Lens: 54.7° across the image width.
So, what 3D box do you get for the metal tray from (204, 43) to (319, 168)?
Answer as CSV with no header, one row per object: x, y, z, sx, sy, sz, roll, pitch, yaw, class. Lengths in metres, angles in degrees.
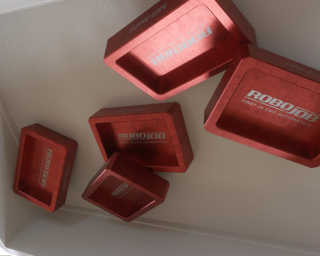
0.120,-0.018,0.305,0.131,0.030,0.089,19,128,-6,metal tray

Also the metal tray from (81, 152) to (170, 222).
-0.055,0.094,0.462,0.090,0.030,0.129,32,141,-11,metal tray

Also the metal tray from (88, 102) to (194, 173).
-0.027,0.015,0.427,0.130,0.030,0.089,-3,117,29,metal tray

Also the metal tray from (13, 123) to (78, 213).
-0.197,0.068,0.526,0.090,0.030,0.129,22,111,14,metal tray

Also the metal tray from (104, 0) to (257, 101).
0.019,-0.082,0.315,0.130,0.030,0.090,-23,139,36,metal tray
